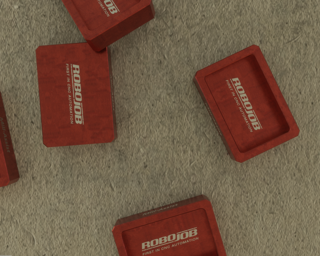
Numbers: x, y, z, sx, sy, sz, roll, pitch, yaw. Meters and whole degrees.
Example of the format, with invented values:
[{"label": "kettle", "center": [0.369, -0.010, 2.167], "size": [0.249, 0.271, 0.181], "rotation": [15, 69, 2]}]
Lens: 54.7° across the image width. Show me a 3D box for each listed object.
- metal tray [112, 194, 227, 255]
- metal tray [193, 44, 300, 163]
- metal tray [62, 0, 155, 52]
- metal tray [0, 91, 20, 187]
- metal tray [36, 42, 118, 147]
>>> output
[{"label": "metal tray", "center": [0.013, 0.150, 0.407], "size": [0.131, 0.030, 0.090], "rotation": [-16, 90, 0]}, {"label": "metal tray", "center": [0.111, -0.031, 0.408], "size": [0.090, 0.030, 0.129], "rotation": [-26, 90, 0]}, {"label": "metal tray", "center": [-0.077, -0.172, 0.388], "size": [0.090, 0.030, 0.130], "rotation": [-32, 74, -1]}, {"label": "metal tray", "center": [-0.247, 0.018, 0.405], "size": [0.091, 0.030, 0.129], "rotation": [-12, 90, 0]}, {"label": "metal tray", "center": [-0.108, -0.043, 0.406], "size": [0.091, 0.030, 0.129], "rotation": [-5, 90, 0]}]
